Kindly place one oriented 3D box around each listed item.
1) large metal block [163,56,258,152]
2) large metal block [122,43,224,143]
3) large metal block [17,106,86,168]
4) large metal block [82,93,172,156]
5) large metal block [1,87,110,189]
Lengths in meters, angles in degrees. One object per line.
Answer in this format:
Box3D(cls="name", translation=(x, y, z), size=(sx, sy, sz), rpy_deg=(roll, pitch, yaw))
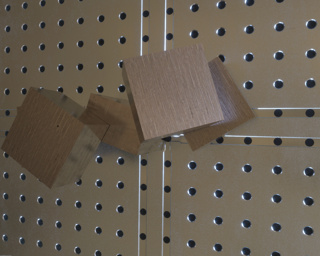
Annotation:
Box3D(cls="large metal block", translation=(0.060, -0.027, 0.377), size=(0.080, 0.050, 0.080), rpy_deg=(-32, 80, 17))
Box3D(cls="large metal block", translation=(0.010, -0.034, 0.322), size=(0.081, 0.050, 0.080), rpy_deg=(-14, 85, -10))
Box3D(cls="large metal block", translation=(-0.146, 0.009, 0.433), size=(0.050, 0.080, 0.080), rpy_deg=(-7, 88, 19))
Box3D(cls="large metal block", translation=(-0.040, -0.005, 0.396), size=(0.080, 0.080, 0.050), rpy_deg=(20, 97, 18))
Box3D(cls="large metal block", translation=(-0.119, 0.010, 0.354), size=(0.080, 0.050, 0.080), rpy_deg=(33, 100, 17))
